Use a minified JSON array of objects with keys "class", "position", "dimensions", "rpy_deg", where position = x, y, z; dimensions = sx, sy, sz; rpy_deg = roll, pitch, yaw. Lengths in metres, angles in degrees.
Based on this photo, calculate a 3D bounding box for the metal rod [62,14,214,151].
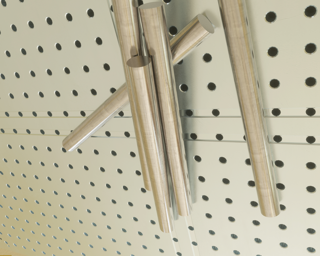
[{"class":"metal rod","position":[-0.050,-0.040,0.410],"dimensions":[0.299,0.025,0.025],"rpy_deg":[-35,99,38]}]

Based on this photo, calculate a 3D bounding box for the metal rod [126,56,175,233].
[{"class":"metal rod","position":[-0.005,0.046,0.407],"dimensions":[0.025,0.025,0.298],"rpy_deg":[11,134,22]}]

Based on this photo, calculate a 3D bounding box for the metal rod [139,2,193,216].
[{"class":"metal rod","position":[0.015,0.002,0.382],"dimensions":[0.025,0.025,0.298],"rpy_deg":[7,128,24]}]

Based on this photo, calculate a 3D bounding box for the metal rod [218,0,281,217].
[{"class":"metal rod","position":[0.101,-0.023,0.342],"dimensions":[0.025,0.025,0.298],"rpy_deg":[-4,117,30]}]

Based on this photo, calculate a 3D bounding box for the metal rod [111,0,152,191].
[{"class":"metal rod","position":[-0.024,-0.029,0.375],"dimensions":[0.025,0.025,0.298],"rpy_deg":[12,133,21]}]
